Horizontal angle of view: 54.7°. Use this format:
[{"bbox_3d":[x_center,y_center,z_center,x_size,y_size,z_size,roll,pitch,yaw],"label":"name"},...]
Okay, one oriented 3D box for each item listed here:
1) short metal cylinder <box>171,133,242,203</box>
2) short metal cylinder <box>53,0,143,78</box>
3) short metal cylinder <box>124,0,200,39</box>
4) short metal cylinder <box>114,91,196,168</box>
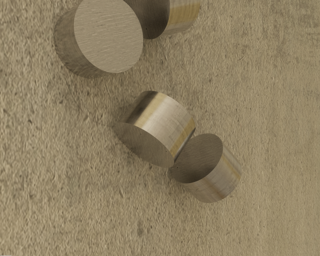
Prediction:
[{"bbox_3d":[0.063,0.054,0.421,0.050,0.080,0.080,46,63,-30],"label":"short metal cylinder"},{"bbox_3d":[-0.065,-0.096,0.333,0.081,0.050,0.080,0,90,-40],"label":"short metal cylinder"},{"bbox_3d":[0.001,-0.151,0.369,0.050,0.080,0.080,-26,107,-37],"label":"short metal cylinder"},{"bbox_3d":[-0.006,0.002,0.364,0.080,0.080,0.050,50,61,-29],"label":"short metal cylinder"}]
